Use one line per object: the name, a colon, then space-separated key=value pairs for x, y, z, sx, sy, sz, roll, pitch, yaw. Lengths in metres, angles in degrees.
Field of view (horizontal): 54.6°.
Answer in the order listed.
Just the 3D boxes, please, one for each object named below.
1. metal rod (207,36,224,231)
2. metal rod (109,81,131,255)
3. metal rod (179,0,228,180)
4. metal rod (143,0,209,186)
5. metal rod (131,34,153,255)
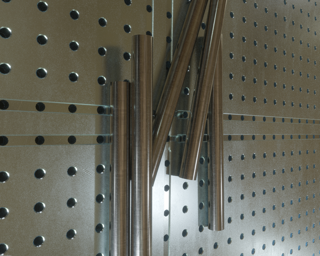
metal rod: x=0.085 y=0.006 z=0.479 sx=0.025 sy=0.025 sz=0.298 roll=-1 pitch=91 yaw=-40
metal rod: x=-0.048 y=0.096 z=0.368 sx=0.025 sy=0.025 sz=0.298 roll=1 pitch=90 yaw=-40
metal rod: x=0.066 y=-0.075 z=0.448 sx=0.025 sy=0.025 sz=0.299 roll=13 pitch=86 yaw=-39
metal rod: x=0.022 y=-0.069 z=0.425 sx=0.025 sy=0.025 sz=0.299 roll=27 pitch=73 yaw=-37
metal rod: x=-0.021 y=0.043 z=0.365 sx=0.025 sy=0.025 sz=0.298 roll=0 pitch=91 yaw=-40
